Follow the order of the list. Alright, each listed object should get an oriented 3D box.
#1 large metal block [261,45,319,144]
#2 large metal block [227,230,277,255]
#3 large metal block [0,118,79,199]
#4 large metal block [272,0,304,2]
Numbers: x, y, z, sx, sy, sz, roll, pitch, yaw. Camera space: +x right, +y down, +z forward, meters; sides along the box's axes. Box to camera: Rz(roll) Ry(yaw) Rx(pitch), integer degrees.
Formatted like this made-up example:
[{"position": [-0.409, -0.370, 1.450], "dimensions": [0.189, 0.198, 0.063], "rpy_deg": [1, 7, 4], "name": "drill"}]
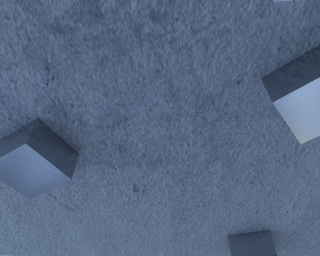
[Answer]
[{"position": [0.179, -0.039, 0.361], "dimensions": [0.080, 0.050, 0.080], "rpy_deg": [-31, 124, 23], "name": "large metal block"}, {"position": [0.181, 0.248, 0.605], "dimensions": [0.080, 0.050, 0.080], "rpy_deg": [-11, 130, 8], "name": "large metal block"}, {"position": [-0.174, 0.044, 0.426], "dimensions": [0.080, 0.050, 0.080], "rpy_deg": [-26, 126, 20], "name": "large metal block"}, {"position": [0.135, -0.157, 0.259], "dimensions": [0.080, 0.050, 0.079], "rpy_deg": [-3, 130, 2], "name": "large metal block"}]
